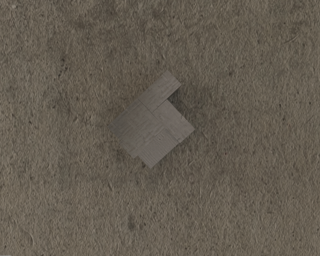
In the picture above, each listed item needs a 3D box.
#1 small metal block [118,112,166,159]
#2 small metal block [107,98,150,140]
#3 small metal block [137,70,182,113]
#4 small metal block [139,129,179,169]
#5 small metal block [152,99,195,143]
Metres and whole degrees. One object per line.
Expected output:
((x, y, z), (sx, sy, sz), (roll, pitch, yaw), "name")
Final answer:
((-0.020, 0.008, 0.373), (0.050, 0.050, 0.025), (-43, 91, 0), "small metal block")
((-0.037, -0.010, 0.398), (0.050, 0.050, 0.025), (-43, 91, 0), "small metal block")
((-0.001, -0.044, 0.398), (0.050, 0.050, 0.025), (-43, 91, 0), "small metal block")
((-0.011, 0.018, 0.411), (0.050, 0.025, 0.050), (-43, 91, 0), "small metal block")
((0.016, -0.008, 0.399), (0.025, 0.050, 0.050), (-43, 91, 0), "small metal block")
